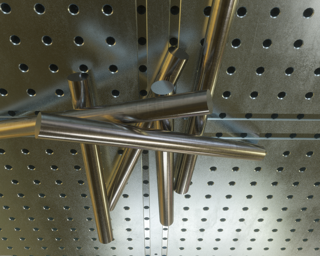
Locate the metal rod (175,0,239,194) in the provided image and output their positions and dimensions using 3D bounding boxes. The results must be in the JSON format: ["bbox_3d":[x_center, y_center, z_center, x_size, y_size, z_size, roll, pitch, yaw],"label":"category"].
[{"bbox_3d":[0.049,-0.018,0.396,0.025,0.025,0.298,5,130,-4],"label":"metal rod"}]

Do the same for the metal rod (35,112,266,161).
[{"bbox_3d":[0.015,0.016,0.364,0.302,0.025,0.025,9,132,-32],"label":"metal rod"}]

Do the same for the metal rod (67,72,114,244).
[{"bbox_3d":[-0.093,0.064,0.444,0.025,0.025,0.298,-1,124,0],"label":"metal rod"}]

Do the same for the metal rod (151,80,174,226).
[{"bbox_3d":[0.007,0.060,0.443,0.025,0.025,0.298,-1,136,1],"label":"metal rod"}]

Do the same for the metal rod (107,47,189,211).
[{"bbox_3d":[-0.033,0.024,0.431,0.025,0.025,0.298,16,128,-14],"label":"metal rod"}]

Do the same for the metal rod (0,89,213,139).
[{"bbox_3d":[-0.090,-0.011,0.359,0.300,0.025,0.025,-6,131,22],"label":"metal rod"}]
